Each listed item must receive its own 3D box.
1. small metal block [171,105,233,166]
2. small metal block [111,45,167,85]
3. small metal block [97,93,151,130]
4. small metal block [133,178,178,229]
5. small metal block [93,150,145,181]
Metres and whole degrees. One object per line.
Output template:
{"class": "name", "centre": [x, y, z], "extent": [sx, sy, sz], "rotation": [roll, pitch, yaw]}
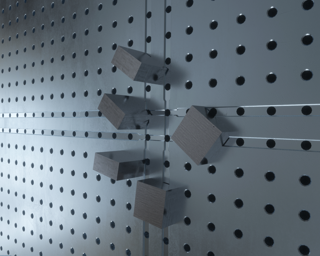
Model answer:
{"class": "small metal block", "centre": [0.048, 0.008, 0.368], "extent": [0.050, 0.025, 0.050], "rotation": [46, 117, 30]}
{"class": "small metal block", "centre": [-0.028, -0.083, 0.414], "extent": [0.050, 0.050, 0.025], "rotation": [41, 115, 32]}
{"class": "small metal block", "centre": [-0.049, -0.023, 0.432], "extent": [0.050, 0.050, 0.025], "rotation": [43, 116, 31]}
{"class": "small metal block", "centre": [-0.006, 0.099, 0.413], "extent": [0.050, 0.025, 0.050], "rotation": [11, 97, 39]}
{"class": "small metal block", "centre": [-0.058, 0.052, 0.438], "extent": [0.050, 0.050, 0.025], "rotation": [16, 100, 38]}
